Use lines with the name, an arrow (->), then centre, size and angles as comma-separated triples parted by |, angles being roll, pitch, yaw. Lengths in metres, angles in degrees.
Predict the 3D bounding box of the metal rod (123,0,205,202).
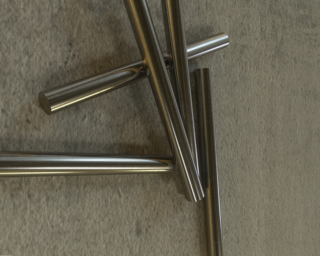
metal rod -> 0.004, -0.043, 0.377 | 0.025, 0.025, 0.298 | -31, 111, -36

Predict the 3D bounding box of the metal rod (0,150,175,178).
metal rod -> -0.102, 0.037, 0.320 | 0.302, 0.025, 0.025 | 6, 87, -40

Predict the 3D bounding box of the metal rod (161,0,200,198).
metal rod -> 0.029, -0.043, 0.405 | 0.025, 0.025, 0.298 | -22, 112, -38

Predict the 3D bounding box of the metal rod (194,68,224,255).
metal rod -> 0.075, 0.061, 0.470 | 0.025, 0.025, 0.298 | -8, 95, -40

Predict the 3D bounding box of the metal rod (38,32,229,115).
metal rod -> -0.008, -0.081, 0.399 | 0.302, 0.025, 0.025 | -28, 108, -37
